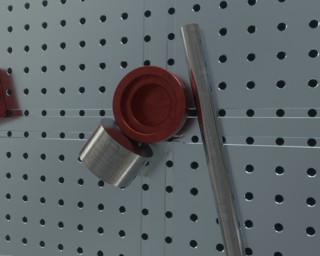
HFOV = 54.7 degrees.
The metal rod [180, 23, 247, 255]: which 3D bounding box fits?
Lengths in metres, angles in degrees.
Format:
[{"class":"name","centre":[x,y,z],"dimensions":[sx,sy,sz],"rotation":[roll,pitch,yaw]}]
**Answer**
[{"class":"metal rod","centre":[0.066,0.017,0.389],"dimensions":[0.025,0.025,0.298],"rotation":[-12,86,19]}]

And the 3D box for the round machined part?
[{"class":"round machined part","centre":[-0.009,-0.029,0.407],"dimensions":[0.098,0.042,0.097],"rotation":[0,90,20]}]

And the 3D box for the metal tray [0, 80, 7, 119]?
[{"class":"metal tray","centre":[-0.327,-0.045,0.525],"dimensions":[0.130,0.030,0.090],"rotation":[-16,85,19]}]

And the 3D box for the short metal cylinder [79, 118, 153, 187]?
[{"class":"short metal cylinder","centre":[-0.056,0.031,0.403],"dimensions":[0.080,0.080,0.050],"rotation":[40,103,15]}]
